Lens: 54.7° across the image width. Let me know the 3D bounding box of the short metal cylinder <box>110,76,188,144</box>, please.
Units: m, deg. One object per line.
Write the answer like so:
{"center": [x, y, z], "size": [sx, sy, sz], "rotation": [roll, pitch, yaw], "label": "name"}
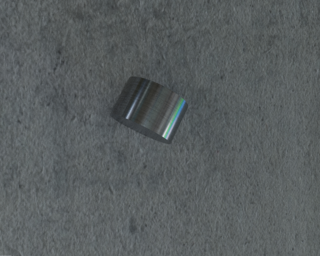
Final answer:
{"center": [-0.013, -0.020, 0.376], "size": [0.080, 0.080, 0.050], "rotation": [28, 81, -18], "label": "short metal cylinder"}
